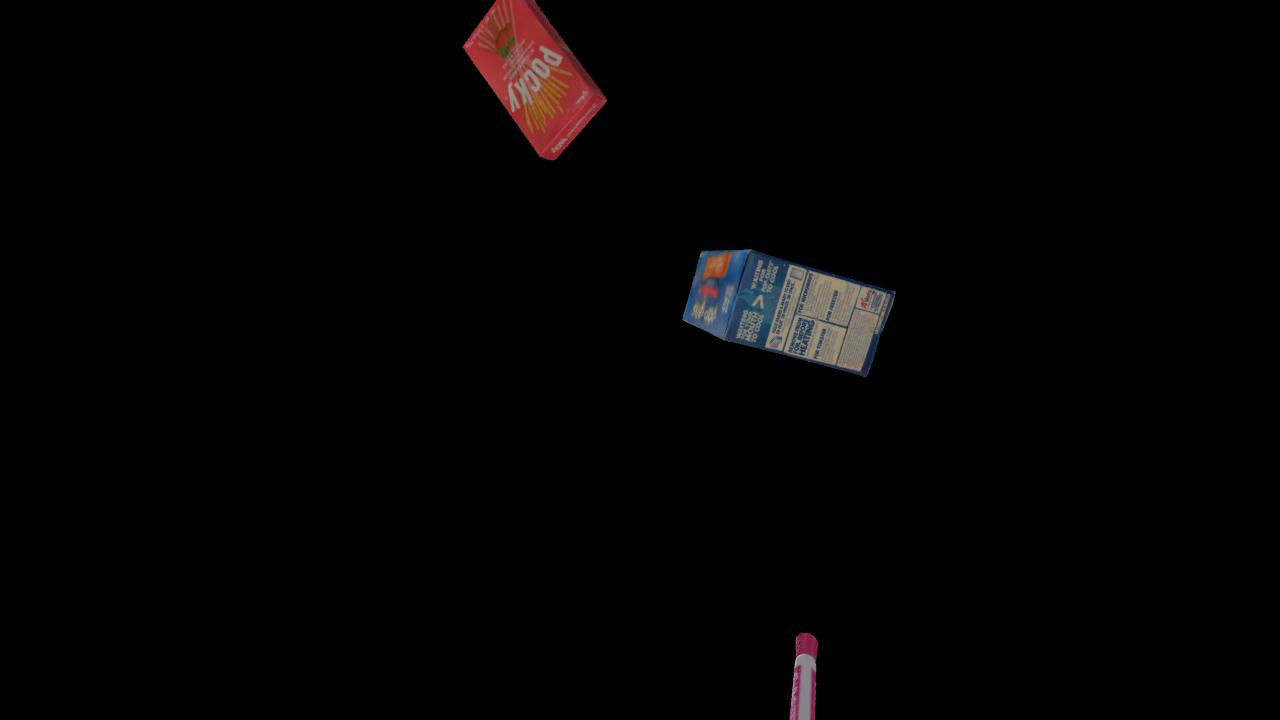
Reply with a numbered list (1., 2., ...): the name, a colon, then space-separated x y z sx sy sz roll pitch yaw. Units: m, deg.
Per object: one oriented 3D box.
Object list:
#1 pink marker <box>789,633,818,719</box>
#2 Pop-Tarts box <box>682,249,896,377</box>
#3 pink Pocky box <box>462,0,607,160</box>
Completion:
1. pink marker: 0.127 0.257 0.476 0.020 0.020 0.121 0 17 18
2. Pop-Tarts box: 0.134 -0.052 0.603 0.141 0.083 0.167 13 7 -10
3. pink Pocky box: -0.107 -0.285 0.611 0.084 0.155 0.029 -39 -11 26
